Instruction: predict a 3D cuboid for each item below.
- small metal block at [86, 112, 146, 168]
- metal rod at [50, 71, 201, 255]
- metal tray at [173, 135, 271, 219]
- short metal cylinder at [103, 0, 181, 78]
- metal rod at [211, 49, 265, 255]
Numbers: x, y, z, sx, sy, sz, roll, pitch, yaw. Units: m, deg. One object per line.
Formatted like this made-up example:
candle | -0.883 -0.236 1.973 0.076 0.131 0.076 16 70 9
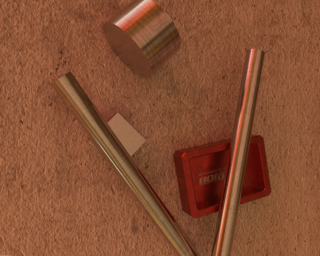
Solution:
small metal block | -0.055 0.016 0.389 0.050 0.025 0.050 46 76 -14
metal rod | -0.029 0.065 0.375 0.025 0.025 0.299 -38 111 -16
metal tray | 0.090 0.065 0.439 0.131 0.030 0.089 -11 94 -20
short metal cylinder | -0.022 -0.107 0.372 0.050 0.080 0.080 -45 104 -14
metal rod | 0.104 0.042 0.414 0.025 0.025 0.298 12 86 -20
